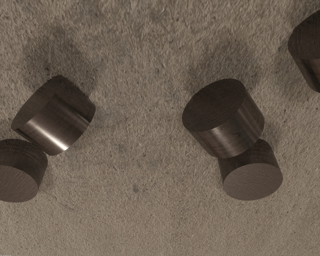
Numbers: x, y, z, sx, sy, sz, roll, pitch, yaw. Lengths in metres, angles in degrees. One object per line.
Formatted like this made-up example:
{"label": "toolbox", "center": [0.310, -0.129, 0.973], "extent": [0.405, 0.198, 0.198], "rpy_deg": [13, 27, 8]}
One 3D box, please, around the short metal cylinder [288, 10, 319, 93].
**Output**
{"label": "short metal cylinder", "center": [0.177, -0.079, 0.306], "extent": [0.080, 0.080, 0.050], "rpy_deg": [-31, 124, 23]}

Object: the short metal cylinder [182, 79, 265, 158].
{"label": "short metal cylinder", "center": [0.073, -0.012, 0.363], "extent": [0.080, 0.080, 0.050], "rpy_deg": [-29, 125, 22]}

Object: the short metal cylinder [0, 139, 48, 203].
{"label": "short metal cylinder", "center": [-0.208, 0.061, 0.440], "extent": [0.081, 0.050, 0.079], "rpy_deg": [0, 130, 0]}

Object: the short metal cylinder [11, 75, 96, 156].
{"label": "short metal cylinder", "center": [-0.122, -0.015, 0.357], "extent": [0.080, 0.080, 0.050], "rpy_deg": [-30, 124, 22]}

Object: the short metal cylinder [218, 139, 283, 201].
{"label": "short metal cylinder", "center": [0.127, 0.059, 0.443], "extent": [0.081, 0.050, 0.079], "rpy_deg": [0, 130, 0]}
